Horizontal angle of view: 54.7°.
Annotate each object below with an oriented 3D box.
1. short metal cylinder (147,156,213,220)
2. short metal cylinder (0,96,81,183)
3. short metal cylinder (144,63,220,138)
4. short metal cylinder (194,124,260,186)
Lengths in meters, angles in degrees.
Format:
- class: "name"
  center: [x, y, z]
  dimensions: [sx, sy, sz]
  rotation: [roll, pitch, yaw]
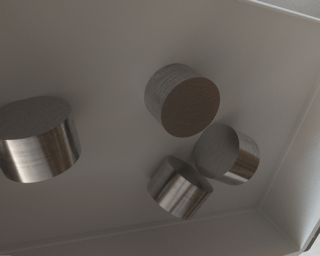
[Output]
- class: "short metal cylinder"
  center: [0.028, 0.084, 0.443]
  dimensions: [0.080, 0.080, 0.050]
  rotation: [27, 103, -38]
- class: "short metal cylinder"
  center: [-0.125, 0.009, 0.311]
  dimensions: [0.081, 0.080, 0.050]
  rotation: [-17, 126, -19]
- class: "short metal cylinder"
  center: [0.027, -0.035, 0.387]
  dimensions: [0.081, 0.050, 0.079]
  rotation: [-14, 125, -21]
- class: "short metal cylinder"
  center: [0.097, 0.039, 0.453]
  dimensions: [0.050, 0.080, 0.080]
  rotation: [24, 106, -37]
